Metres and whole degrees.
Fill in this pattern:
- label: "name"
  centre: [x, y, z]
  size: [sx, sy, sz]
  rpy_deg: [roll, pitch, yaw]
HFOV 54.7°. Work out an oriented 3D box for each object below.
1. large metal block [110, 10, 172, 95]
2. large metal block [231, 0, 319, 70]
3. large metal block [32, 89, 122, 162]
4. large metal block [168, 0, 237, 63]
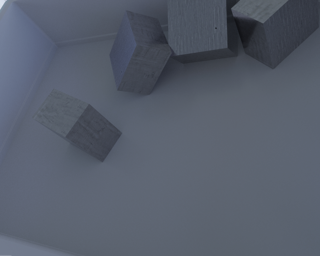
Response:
- label: "large metal block"
  centre: [-0.032, -0.107, 0.446]
  size: [0.079, 0.050, 0.080]
  rpy_deg: [-58, 37, 42]
- label: "large metal block"
  centre: [0.143, -0.134, 0.378]
  size: [0.080, 0.080, 0.050]
  rpy_deg: [-43, 51, -1]
- label: "large metal block"
  centre: [-0.114, -0.003, 0.433]
  size: [0.080, 0.080, 0.050]
  rpy_deg: [23, 74, 36]
- label: "large metal block"
  centre: [0.058, -0.137, 0.423]
  size: [0.080, 0.050, 0.080]
  rpy_deg: [-2, 88, 27]
